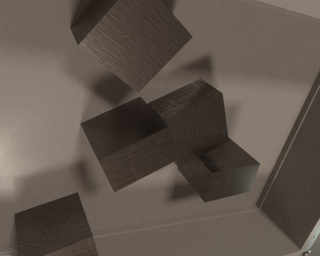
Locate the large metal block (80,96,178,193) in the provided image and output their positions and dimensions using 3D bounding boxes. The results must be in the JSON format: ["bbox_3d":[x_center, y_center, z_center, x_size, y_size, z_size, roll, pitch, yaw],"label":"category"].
[{"bbox_3d":[-0.037,0.016,0.364,0.080,0.080,0.050,-26,128,-13],"label":"large metal block"}]

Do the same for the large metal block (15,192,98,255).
[{"bbox_3d":[-0.129,0.138,0.388,0.081,0.080,0.050,-17,125,-19],"label":"large metal block"}]

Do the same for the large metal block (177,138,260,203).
[{"bbox_3d":[0.083,0.056,0.456,0.081,0.080,0.050,-6,121,-26],"label":"large metal block"}]

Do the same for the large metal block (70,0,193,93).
[{"bbox_3d":[-0.029,-0.097,0.313,0.080,0.050,0.080,-45,130,10],"label":"large metal block"}]

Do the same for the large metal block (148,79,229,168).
[{"bbox_3d":[0.040,-0.007,0.412,0.080,0.050,0.080,-26,128,-13],"label":"large metal block"}]
